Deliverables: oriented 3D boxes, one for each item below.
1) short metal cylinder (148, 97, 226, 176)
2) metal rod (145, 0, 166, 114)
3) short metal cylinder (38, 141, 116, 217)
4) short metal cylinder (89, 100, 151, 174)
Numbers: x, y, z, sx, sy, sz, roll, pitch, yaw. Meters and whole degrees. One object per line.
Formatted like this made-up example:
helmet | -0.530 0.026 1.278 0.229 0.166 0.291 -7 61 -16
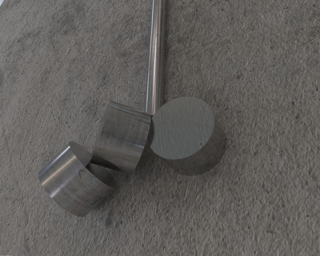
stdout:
short metal cylinder | 0.032 0.010 0.365 0.080 0.050 0.080 -13 56 21
metal rod | -0.004 -0.139 0.491 0.025 0.025 0.299 -12 57 22
short metal cylinder | -0.101 0.062 0.383 0.050 0.080 0.080 -44 51 -1
short metal cylinder | -0.049 0.011 0.380 0.080 0.050 0.080 -160 89 -77
